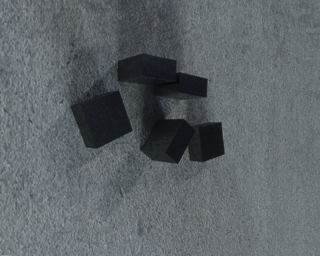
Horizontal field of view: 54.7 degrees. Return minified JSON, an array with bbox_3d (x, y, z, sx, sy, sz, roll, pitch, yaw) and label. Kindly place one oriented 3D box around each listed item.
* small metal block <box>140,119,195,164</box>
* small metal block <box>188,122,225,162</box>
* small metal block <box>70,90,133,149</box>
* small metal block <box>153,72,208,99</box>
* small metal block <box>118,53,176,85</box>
[{"bbox_3d":[0.010,0.016,0.396,0.025,0.050,0.050,44,63,-31],"label":"small metal block"},{"bbox_3d":[0.068,0.020,0.462,0.050,0.025,0.050,-13,98,-39],"label":"small metal block"},{"bbox_3d":[-0.065,-0.010,0.350,0.050,0.025,0.050,-28,108,-36],"label":"small metal block"},{"bbox_3d":[0.027,-0.054,0.410,0.050,0.050,0.025,4,88,-40],"label":"small metal block"},{"bbox_3d":[-0.016,-0.069,0.375,0.050,0.050,0.025,1,90,-40],"label":"small metal block"}]
